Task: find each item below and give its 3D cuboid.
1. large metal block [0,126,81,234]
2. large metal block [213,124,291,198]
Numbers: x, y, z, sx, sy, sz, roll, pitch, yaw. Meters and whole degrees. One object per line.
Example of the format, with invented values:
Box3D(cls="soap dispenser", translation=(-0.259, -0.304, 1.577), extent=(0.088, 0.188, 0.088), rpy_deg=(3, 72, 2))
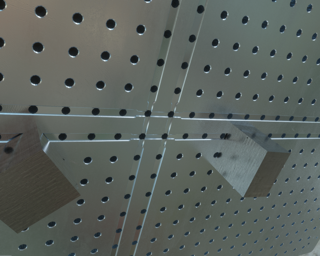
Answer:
Box3D(cls="large metal block", translation=(-0.150, 0.058, 0.349), extent=(0.080, 0.050, 0.080), rpy_deg=(-31, 129, -8))
Box3D(cls="large metal block", translation=(0.139, 0.050, 0.481), extent=(0.050, 0.080, 0.080), rpy_deg=(6, 115, -31))
